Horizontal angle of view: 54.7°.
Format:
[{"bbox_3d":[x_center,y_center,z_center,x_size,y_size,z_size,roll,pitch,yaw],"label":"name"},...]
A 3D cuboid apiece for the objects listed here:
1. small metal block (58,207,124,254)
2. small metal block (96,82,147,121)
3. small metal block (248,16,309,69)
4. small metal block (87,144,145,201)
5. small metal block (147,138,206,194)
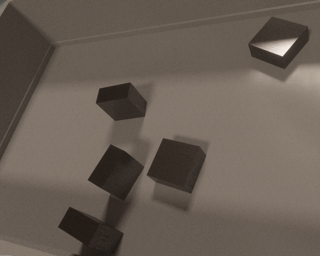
[{"bbox_3d":[-0.079,0.118,0.357,0.050,0.050,0.025,15,70,34],"label":"small metal block"},{"bbox_3d":[-0.053,-0.036,0.438,0.050,0.050,0.025,-7,59,24],"label":"small metal block"},{"bbox_3d":[0.150,-0.109,0.393,0.050,0.025,0.050,-49,52,-7],"label":"small metal block"},{"bbox_3d":[-0.053,0.056,0.382,0.025,0.050,0.050,21,73,35],"label":"small metal block"},{"bbox_3d":[0.020,0.044,0.367,0.050,0.025,0.050,12,68,32],"label":"small metal block"}]
